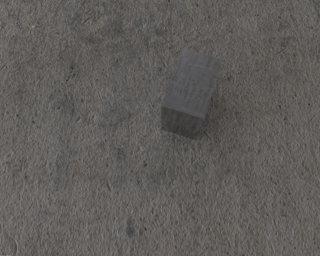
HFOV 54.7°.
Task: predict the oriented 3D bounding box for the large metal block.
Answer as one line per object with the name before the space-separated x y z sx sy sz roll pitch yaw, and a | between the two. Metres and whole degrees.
large metal block | 0.038 -0.039 0.393 0.050 0.080 0.080 17 71 6
